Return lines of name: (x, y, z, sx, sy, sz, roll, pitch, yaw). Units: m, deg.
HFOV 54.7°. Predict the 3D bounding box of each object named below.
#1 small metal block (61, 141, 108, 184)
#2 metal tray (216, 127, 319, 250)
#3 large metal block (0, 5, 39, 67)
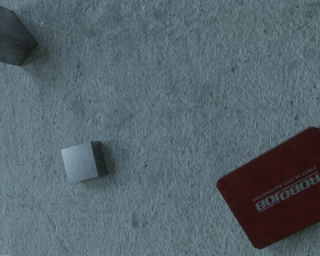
small metal block: (-0.109, 0.049, 0.447, 0.050, 0.025, 0.050, -16, 85, 19)
metal tray: (0.144, 0.068, 0.356, 0.130, 0.030, 0.090, -34, 79, 16)
large metal block: (-0.249, -0.146, 0.467, 0.050, 0.080, 0.080, -43, 77, 15)
